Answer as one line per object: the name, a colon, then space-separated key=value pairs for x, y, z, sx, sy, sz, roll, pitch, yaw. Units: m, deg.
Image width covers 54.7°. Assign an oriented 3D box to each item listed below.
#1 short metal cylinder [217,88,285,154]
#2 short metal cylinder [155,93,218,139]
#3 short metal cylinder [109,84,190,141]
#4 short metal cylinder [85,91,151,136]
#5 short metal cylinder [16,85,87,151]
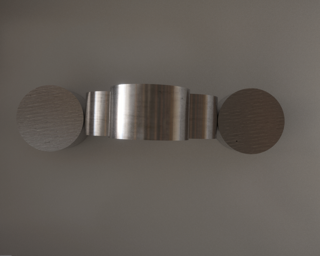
short metal cylinder: x=0.110 y=-0.008 z=0.398 sx=0.081 sy=0.050 sz=0.080 roll=0 pitch=90 yaw=0
short metal cylinder: x=0.030 y=-0.013 z=0.382 sx=0.081 sy=0.080 sz=0.050 roll=2 pitch=90 yaw=0
short metal cylinder: x=-0.010 y=-0.014 z=0.313 sx=0.081 sy=0.080 sz=0.050 roll=2 pitch=90 yaw=0
short metal cylinder: x=-0.051 y=-0.016 z=0.381 sx=0.081 sy=0.080 sz=0.050 roll=2 pitch=90 yaw=0
short metal cylinder: x=-0.132 y=-0.012 z=0.396 sx=0.081 sy=0.050 sz=0.080 roll=0 pitch=90 yaw=0
